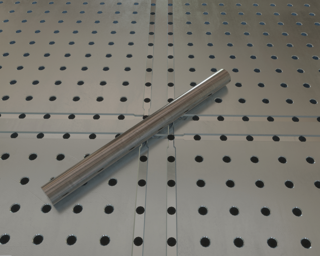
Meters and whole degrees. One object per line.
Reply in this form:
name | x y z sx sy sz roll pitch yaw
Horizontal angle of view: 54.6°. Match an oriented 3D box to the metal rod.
metal rod | -0.013 -0.002 0.409 0.302 0.025 0.025 -35 58 -26
